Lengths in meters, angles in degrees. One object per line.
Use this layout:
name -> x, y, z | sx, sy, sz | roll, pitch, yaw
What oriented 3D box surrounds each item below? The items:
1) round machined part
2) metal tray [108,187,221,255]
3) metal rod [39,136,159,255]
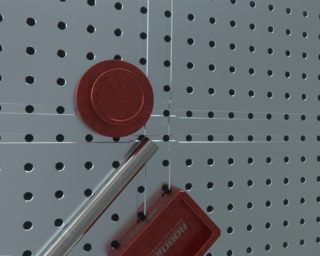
round machined part -> -0.054, -0.037, 0.384 | 0.099, 0.042, 0.097 | 0, 90, -21
metal tray -> 0.008, 0.156, 0.414 | 0.130, 0.030, 0.090 | -44, 104, -15
metal rod -> -0.107, 0.129, 0.373 | 0.025, 0.025, 0.300 | 45, 76, -15
